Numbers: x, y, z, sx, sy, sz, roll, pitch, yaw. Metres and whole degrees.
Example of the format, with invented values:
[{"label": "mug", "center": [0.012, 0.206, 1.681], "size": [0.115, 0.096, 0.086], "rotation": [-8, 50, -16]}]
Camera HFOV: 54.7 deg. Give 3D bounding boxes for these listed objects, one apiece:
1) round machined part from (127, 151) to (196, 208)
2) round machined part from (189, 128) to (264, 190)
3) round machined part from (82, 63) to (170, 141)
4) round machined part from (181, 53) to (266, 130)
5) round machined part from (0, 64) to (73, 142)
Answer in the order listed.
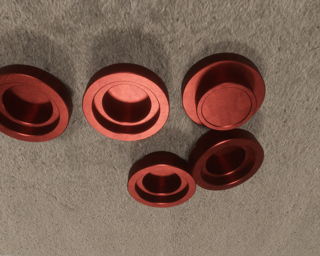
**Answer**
[{"label": "round machined part", "center": [0.003, 0.072, 0.457], "size": [0.099, 0.042, 0.097], "rotation": [0, 131, 0]}, {"label": "round machined part", "center": [0.086, 0.037, 0.421], "size": [0.099, 0.042, 0.097], "rotation": [-8, 131, -9]}, {"label": "round machined part", "center": [-0.038, -0.034, 0.366], "size": [0.099, 0.042, 0.097], "rotation": [-1, 130, 0]}, {"label": "round machined part", "center": [0.075, -0.036, 0.367], "size": [0.099, 0.042, 0.097], "rotation": [-1, 130, 0]}, {"label": "round machined part", "center": [-0.153, -0.033, 0.366], "size": [0.099, 0.042, 0.097], "rotation": [-1, 130, 0]}]
